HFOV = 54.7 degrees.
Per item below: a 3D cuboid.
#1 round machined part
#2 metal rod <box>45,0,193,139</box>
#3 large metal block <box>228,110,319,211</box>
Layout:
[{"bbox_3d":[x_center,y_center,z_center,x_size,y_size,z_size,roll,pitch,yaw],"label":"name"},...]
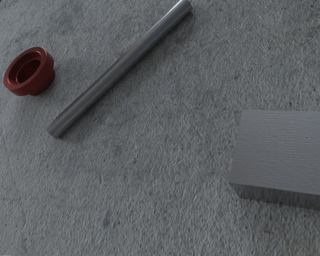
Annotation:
[{"bbox_3d":[-0.236,-0.099,0.575,0.098,0.042,0.098,-13,56,20],"label":"round machined part"},{"bbox_3d":[-0.063,-0.096,0.493,0.300,0.025,0.025,-44,51,-3],"label":"metal rod"},{"bbox_3d":[0.120,0.030,0.306,0.080,0.050,0.080,3,63,29],"label":"large metal block"}]
